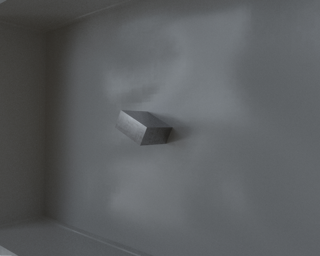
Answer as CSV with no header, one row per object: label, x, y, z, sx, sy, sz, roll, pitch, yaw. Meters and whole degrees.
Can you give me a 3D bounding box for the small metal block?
small metal block,-0.021,-0.001,0.406,0.050,0.050,0.025,33,110,35
